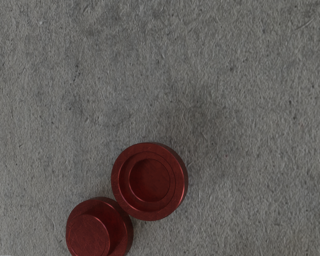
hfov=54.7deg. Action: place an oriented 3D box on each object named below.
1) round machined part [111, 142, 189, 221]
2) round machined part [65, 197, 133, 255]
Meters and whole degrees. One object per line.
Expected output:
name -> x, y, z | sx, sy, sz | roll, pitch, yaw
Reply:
round machined part -> -0.010, 0.067, 0.403 | 0.098, 0.042, 0.097 | 0, 90, 19
round machined part -> -0.090, 0.149, 0.431 | 0.098, 0.042, 0.097 | 0, 90, 19
